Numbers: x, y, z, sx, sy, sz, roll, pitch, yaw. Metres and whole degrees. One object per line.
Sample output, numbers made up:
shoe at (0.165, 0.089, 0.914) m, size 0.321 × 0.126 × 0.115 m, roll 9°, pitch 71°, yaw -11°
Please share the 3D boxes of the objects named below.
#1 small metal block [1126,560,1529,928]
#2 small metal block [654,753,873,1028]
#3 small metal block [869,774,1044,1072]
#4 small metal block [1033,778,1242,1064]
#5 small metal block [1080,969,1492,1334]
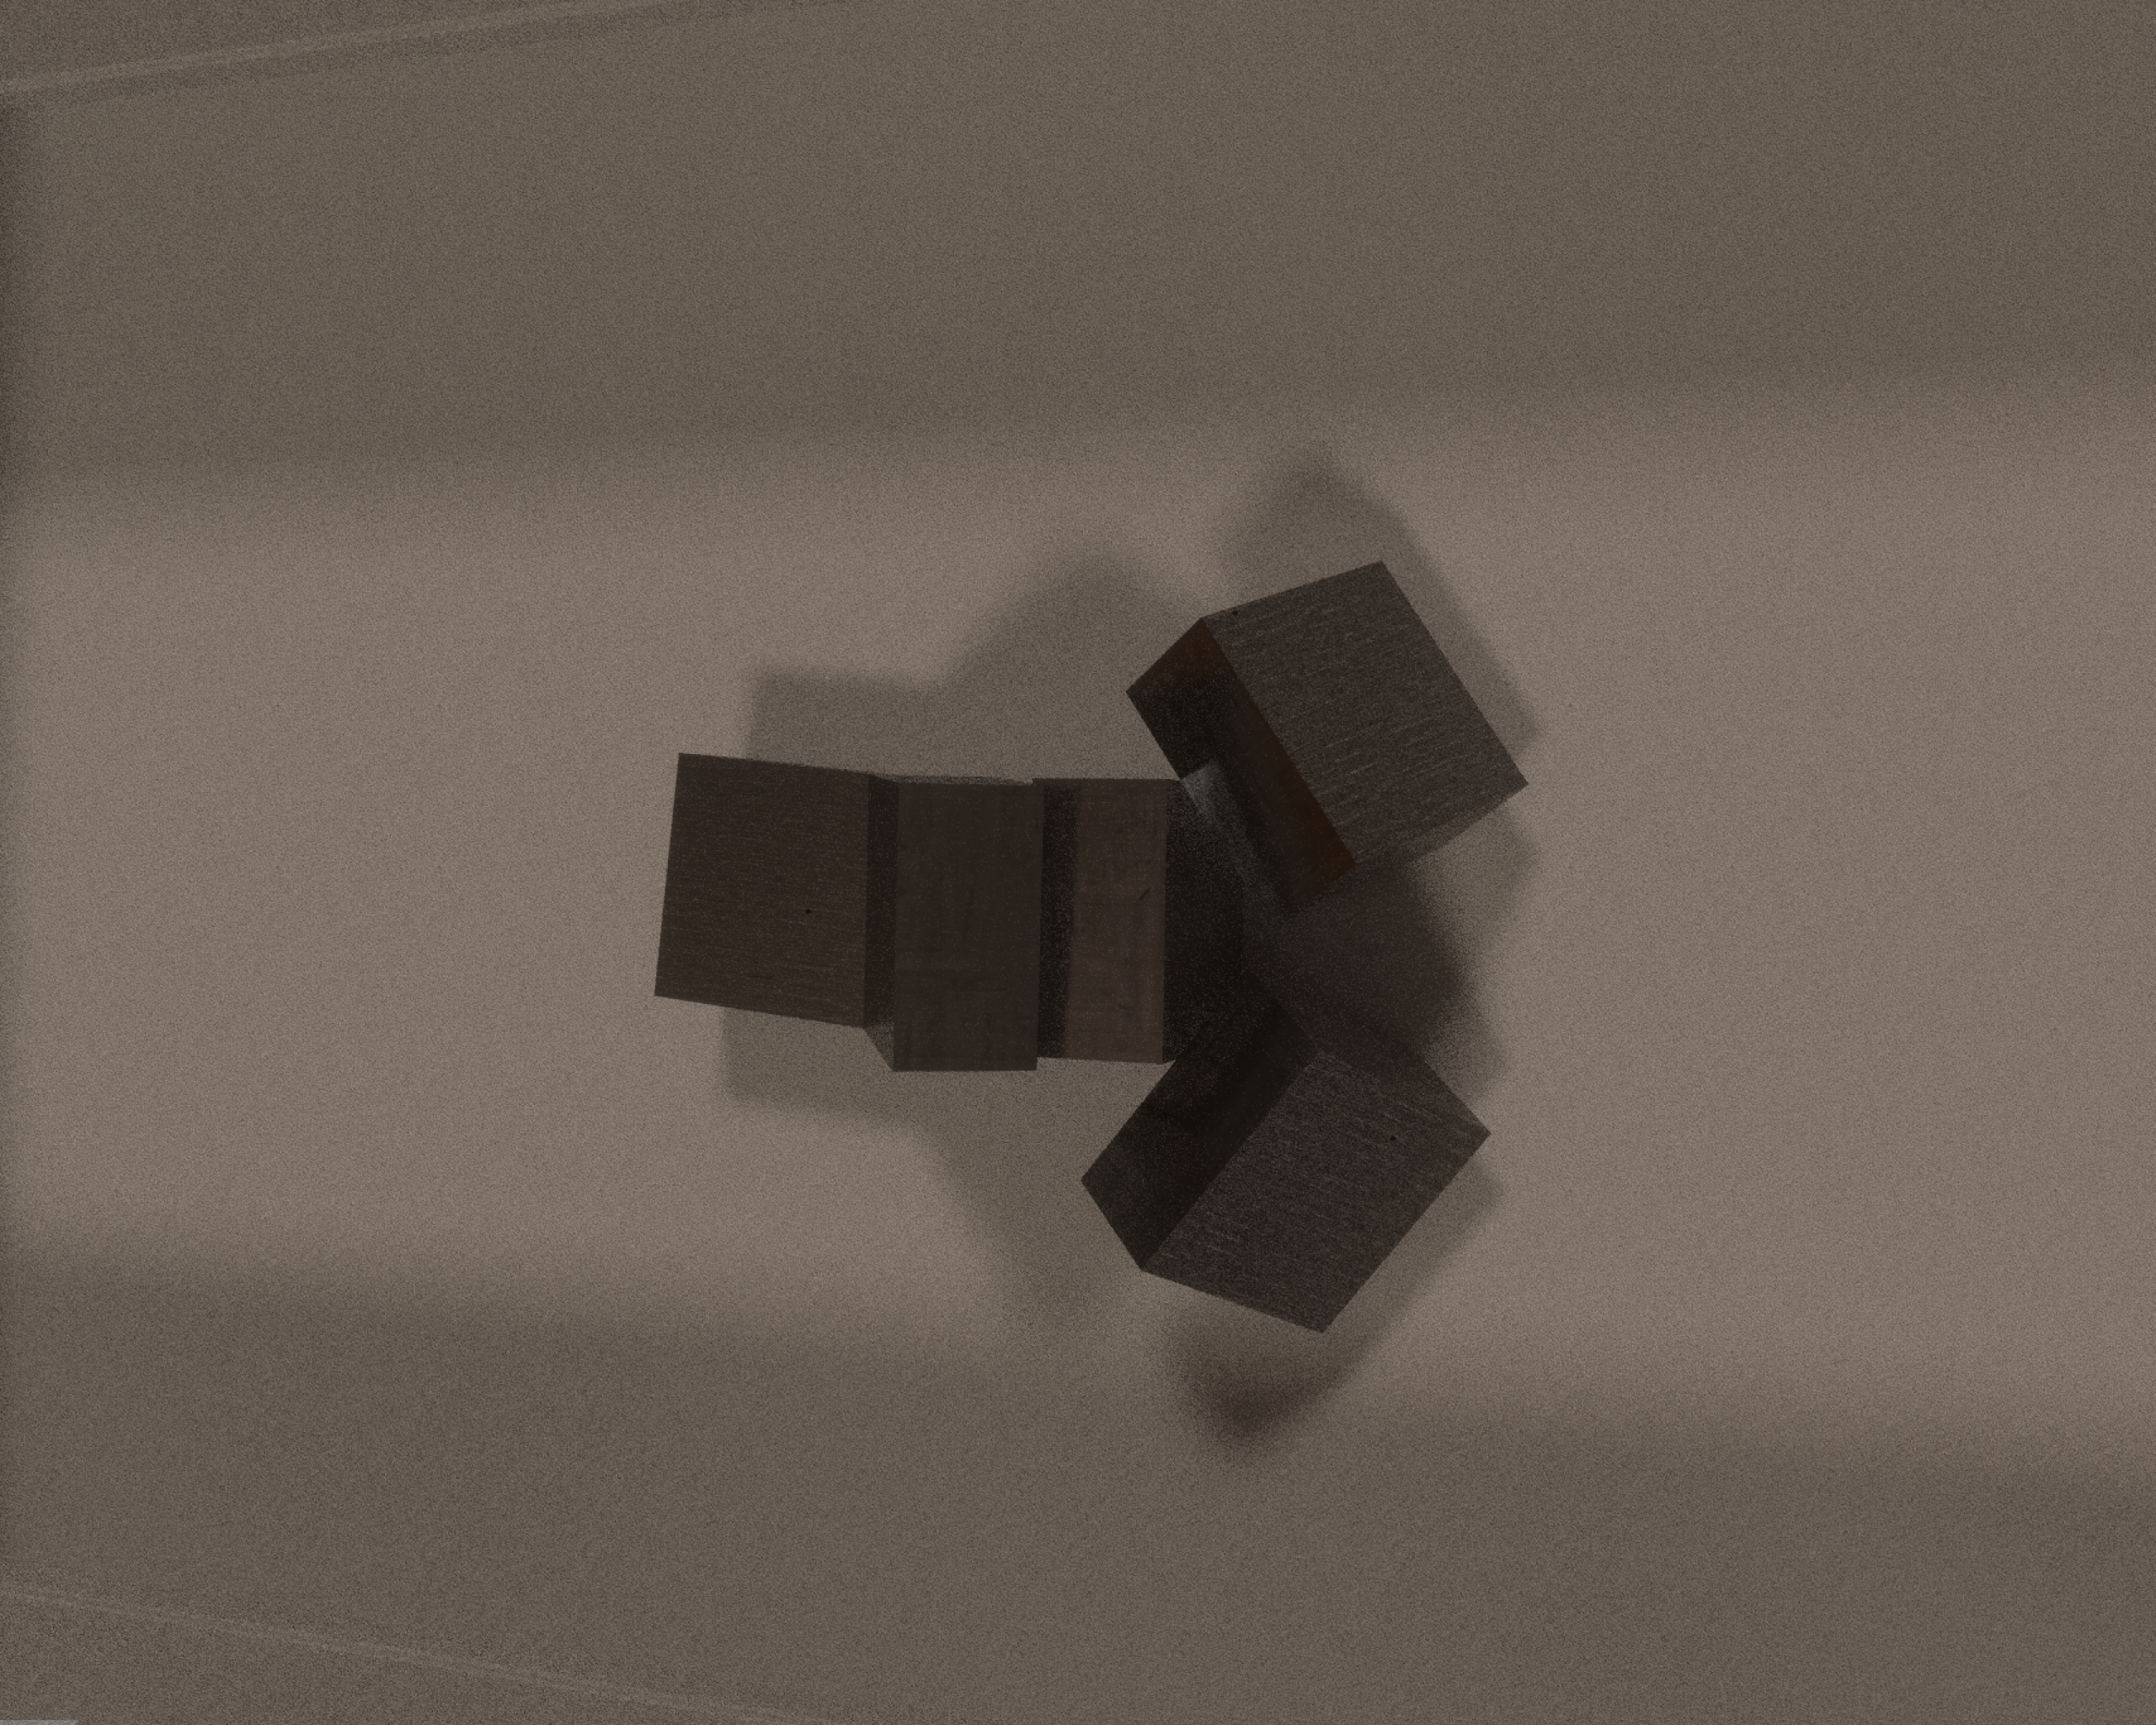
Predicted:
small metal block at (0.045, -0.022, 0.376) m, size 0.050 × 0.050 × 0.025 m, roll 59°, pitch 139°, yaw 10°
small metal block at (-0.056, 0.005, 0.426) m, size 0.050 × 0.025 × 0.050 m, roll 7°, pitch 92°, yaw 19°
small metal block at (-0.024, 0.010, 0.384) m, size 0.025 × 0.050 × 0.050 m, roll 1°, pitch 94°, yaw -12°
small metal block at (0.012, 0.010, 0.391) m, size 0.025 × 0.050 × 0.050 m, roll 1°, pitch 91°, yaw 20°
small metal block at (0.038, 0.053, 0.379) m, size 0.050 × 0.050 × 0.025 m, roll -53°, pitch 40°, yaw 12°
